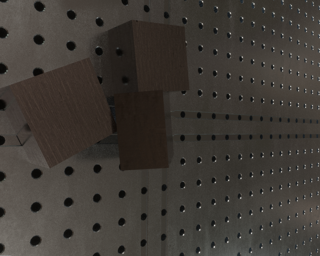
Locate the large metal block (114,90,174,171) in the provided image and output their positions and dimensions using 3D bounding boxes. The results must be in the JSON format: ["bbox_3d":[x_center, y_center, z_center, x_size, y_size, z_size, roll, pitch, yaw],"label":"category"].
[{"bbox_3d":[-0.015,0.000,0.355,0.080,0.050,0.079,-38,123,-82],"label":"large metal block"}]

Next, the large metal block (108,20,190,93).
[{"bbox_3d":[-0.013,-0.083,0.384,0.081,0.050,0.079,-9,96,-40],"label":"large metal block"}]

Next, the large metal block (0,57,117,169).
[{"bbox_3d":[-0.100,-0.017,0.310,0.081,0.050,0.080,-32,110,-36],"label":"large metal block"}]
